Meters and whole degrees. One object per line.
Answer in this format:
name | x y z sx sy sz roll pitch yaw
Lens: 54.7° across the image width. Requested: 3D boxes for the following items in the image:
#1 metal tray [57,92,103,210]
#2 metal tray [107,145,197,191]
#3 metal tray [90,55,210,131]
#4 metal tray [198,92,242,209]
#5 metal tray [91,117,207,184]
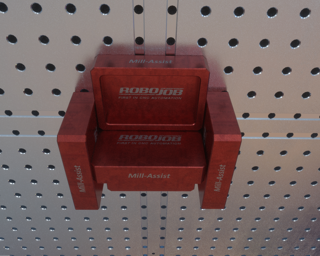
metal tray | -0.093 0.031 0.393 0.030 0.090 0.129 1 130 -1
metal tray | -0.013 0.053 0.451 0.131 0.030 0.089 0 130 -1
metal tray | -0.011 -0.040 0.374 0.131 0.030 0.089 0 130 -1
metal tray | 0.069 0.030 0.395 0.030 0.090 0.129 1 130 -1
metal tray | -0.013 0.026 0.388 0.131 0.090 0.030 1 130 -1
